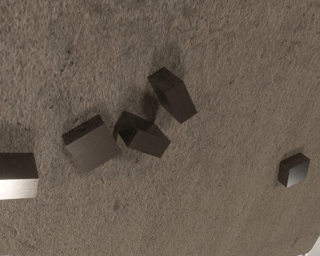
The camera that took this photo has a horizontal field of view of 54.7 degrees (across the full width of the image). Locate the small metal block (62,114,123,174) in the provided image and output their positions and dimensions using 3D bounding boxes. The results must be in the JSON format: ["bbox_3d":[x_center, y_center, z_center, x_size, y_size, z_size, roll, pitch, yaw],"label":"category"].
[{"bbox_3d":[-0.081,0.019,0.375,0.050,0.025,0.050,-31,129,-8],"label":"small metal block"}]

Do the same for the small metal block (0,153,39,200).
[{"bbox_3d":[-0.162,0.051,0.334,0.050,0.050,0.025,3,117,-30],"label":"small metal block"}]

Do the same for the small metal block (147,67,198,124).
[{"bbox_3d":[0.015,-0.040,0.376,0.025,0.050,0.050,-35,129,-6],"label":"small metal block"}]

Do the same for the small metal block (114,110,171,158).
[{"bbox_3d":[-0.022,0.008,0.385,0.050,0.050,0.025,22,106,-37],"label":"small metal block"}]

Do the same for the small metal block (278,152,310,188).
[{"bbox_3d":[0.261,0.082,0.604,0.050,0.025,0.050,-20,127,-17],"label":"small metal block"}]
